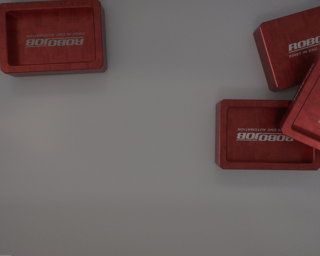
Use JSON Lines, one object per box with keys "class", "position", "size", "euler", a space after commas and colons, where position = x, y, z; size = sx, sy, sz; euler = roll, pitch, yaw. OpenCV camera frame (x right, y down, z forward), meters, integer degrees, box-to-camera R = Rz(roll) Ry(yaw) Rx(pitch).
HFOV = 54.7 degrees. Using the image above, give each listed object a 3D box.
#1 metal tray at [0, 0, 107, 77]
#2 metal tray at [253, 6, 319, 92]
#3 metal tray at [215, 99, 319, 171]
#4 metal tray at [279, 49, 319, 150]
{"class": "metal tray", "position": [-0.139, -0.117, 0.407], "size": [0.131, 0.030, 0.089], "euler": [-3, 90, 0]}
{"class": "metal tray", "position": [0.201, -0.108, 0.410], "size": [0.131, 0.030, 0.090], "euler": [-16, 90, 0]}
{"class": "metal tray", "position": [0.141, 0.009, 0.409], "size": [0.131, 0.030, 0.089], "euler": [1, 90, 0]}
{"class": "metal tray", "position": [0.211, -0.035, 0.360], "size": [0.090, 0.030, 0.129], "euler": [25, 110, 10]}
